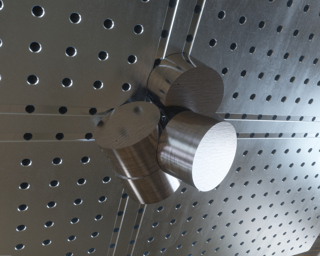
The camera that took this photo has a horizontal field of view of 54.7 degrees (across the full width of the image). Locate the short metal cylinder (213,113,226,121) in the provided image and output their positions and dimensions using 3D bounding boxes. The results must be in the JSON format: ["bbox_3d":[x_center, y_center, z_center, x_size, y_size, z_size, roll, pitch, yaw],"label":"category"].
[{"bbox_3d":[0.055,0.012,0.434,0.081,0.050,0.079,-14,125,-21],"label":"short metal cylinder"}]

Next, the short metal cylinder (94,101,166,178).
[{"bbox_3d":[-0.030,0.013,0.368,0.080,0.080,0.050,-30,129,-10],"label":"short metal cylinder"}]

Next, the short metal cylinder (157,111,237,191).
[{"bbox_3d":[0.043,0.025,0.352,0.081,0.050,0.079,-20,120,-41],"label":"short metal cylinder"}]

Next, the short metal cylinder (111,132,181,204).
[{"bbox_3d":[-0.016,0.050,0.399,0.080,0.080,0.050,-30,129,-10],"label":"short metal cylinder"}]

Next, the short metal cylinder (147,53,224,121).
[{"bbox_3d":[0.031,-0.046,0.384,0.081,0.050,0.079,-14,125,-21],"label":"short metal cylinder"}]
